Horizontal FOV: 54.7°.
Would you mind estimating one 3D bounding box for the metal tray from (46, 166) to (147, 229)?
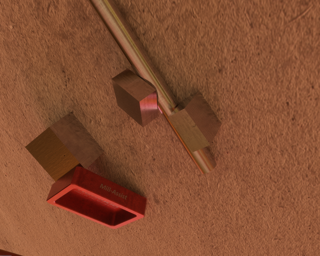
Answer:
[{"bbox_3d":[-0.098,0.114,0.489,0.130,0.030,0.090,32,134,-26],"label":"metal tray"}]

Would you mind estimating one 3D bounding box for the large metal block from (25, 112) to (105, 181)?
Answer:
[{"bbox_3d":[-0.150,0.033,0.488,0.080,0.050,0.080,-30,102,37],"label":"large metal block"}]

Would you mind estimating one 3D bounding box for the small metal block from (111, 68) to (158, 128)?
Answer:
[{"bbox_3d":[-0.030,-0.036,0.378,0.050,0.025,0.050,40,155,26],"label":"small metal block"}]

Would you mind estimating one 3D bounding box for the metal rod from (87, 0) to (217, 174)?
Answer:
[{"bbox_3d":[-0.018,-0.070,0.371,0.025,0.025,0.299,-24,106,36],"label":"metal rod"}]

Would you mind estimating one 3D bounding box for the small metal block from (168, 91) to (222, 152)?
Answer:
[{"bbox_3d":[0.042,-0.008,0.362,0.025,0.050,0.050,-28,103,37],"label":"small metal block"}]
